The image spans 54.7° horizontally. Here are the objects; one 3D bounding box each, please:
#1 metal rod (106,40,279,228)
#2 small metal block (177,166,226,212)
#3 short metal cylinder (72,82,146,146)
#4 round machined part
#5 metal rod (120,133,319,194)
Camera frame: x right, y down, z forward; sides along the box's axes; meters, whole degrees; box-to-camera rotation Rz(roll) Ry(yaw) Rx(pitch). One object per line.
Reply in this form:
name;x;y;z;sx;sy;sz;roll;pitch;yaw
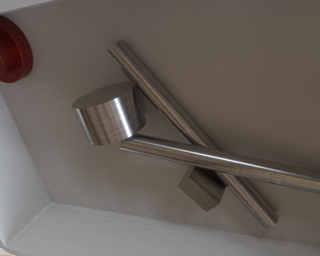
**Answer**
metal rod;0.045;0.012;0.391;0.300;0.025;0.025;48;129;-6
small metal block;0.058;0.072;0.406;0.050;0.050;0.025;42;129;-1
short metal cylinder;-0.063;-0.020;0.393;0.080;0.080;0.050;-4;116;30
round machined part;-0.240;-0.111;0.453;0.098;0.042;0.097;13;124;20
metal rod;0.099;0.045;0.359;0.301;0.025;0.025;11;124;12
